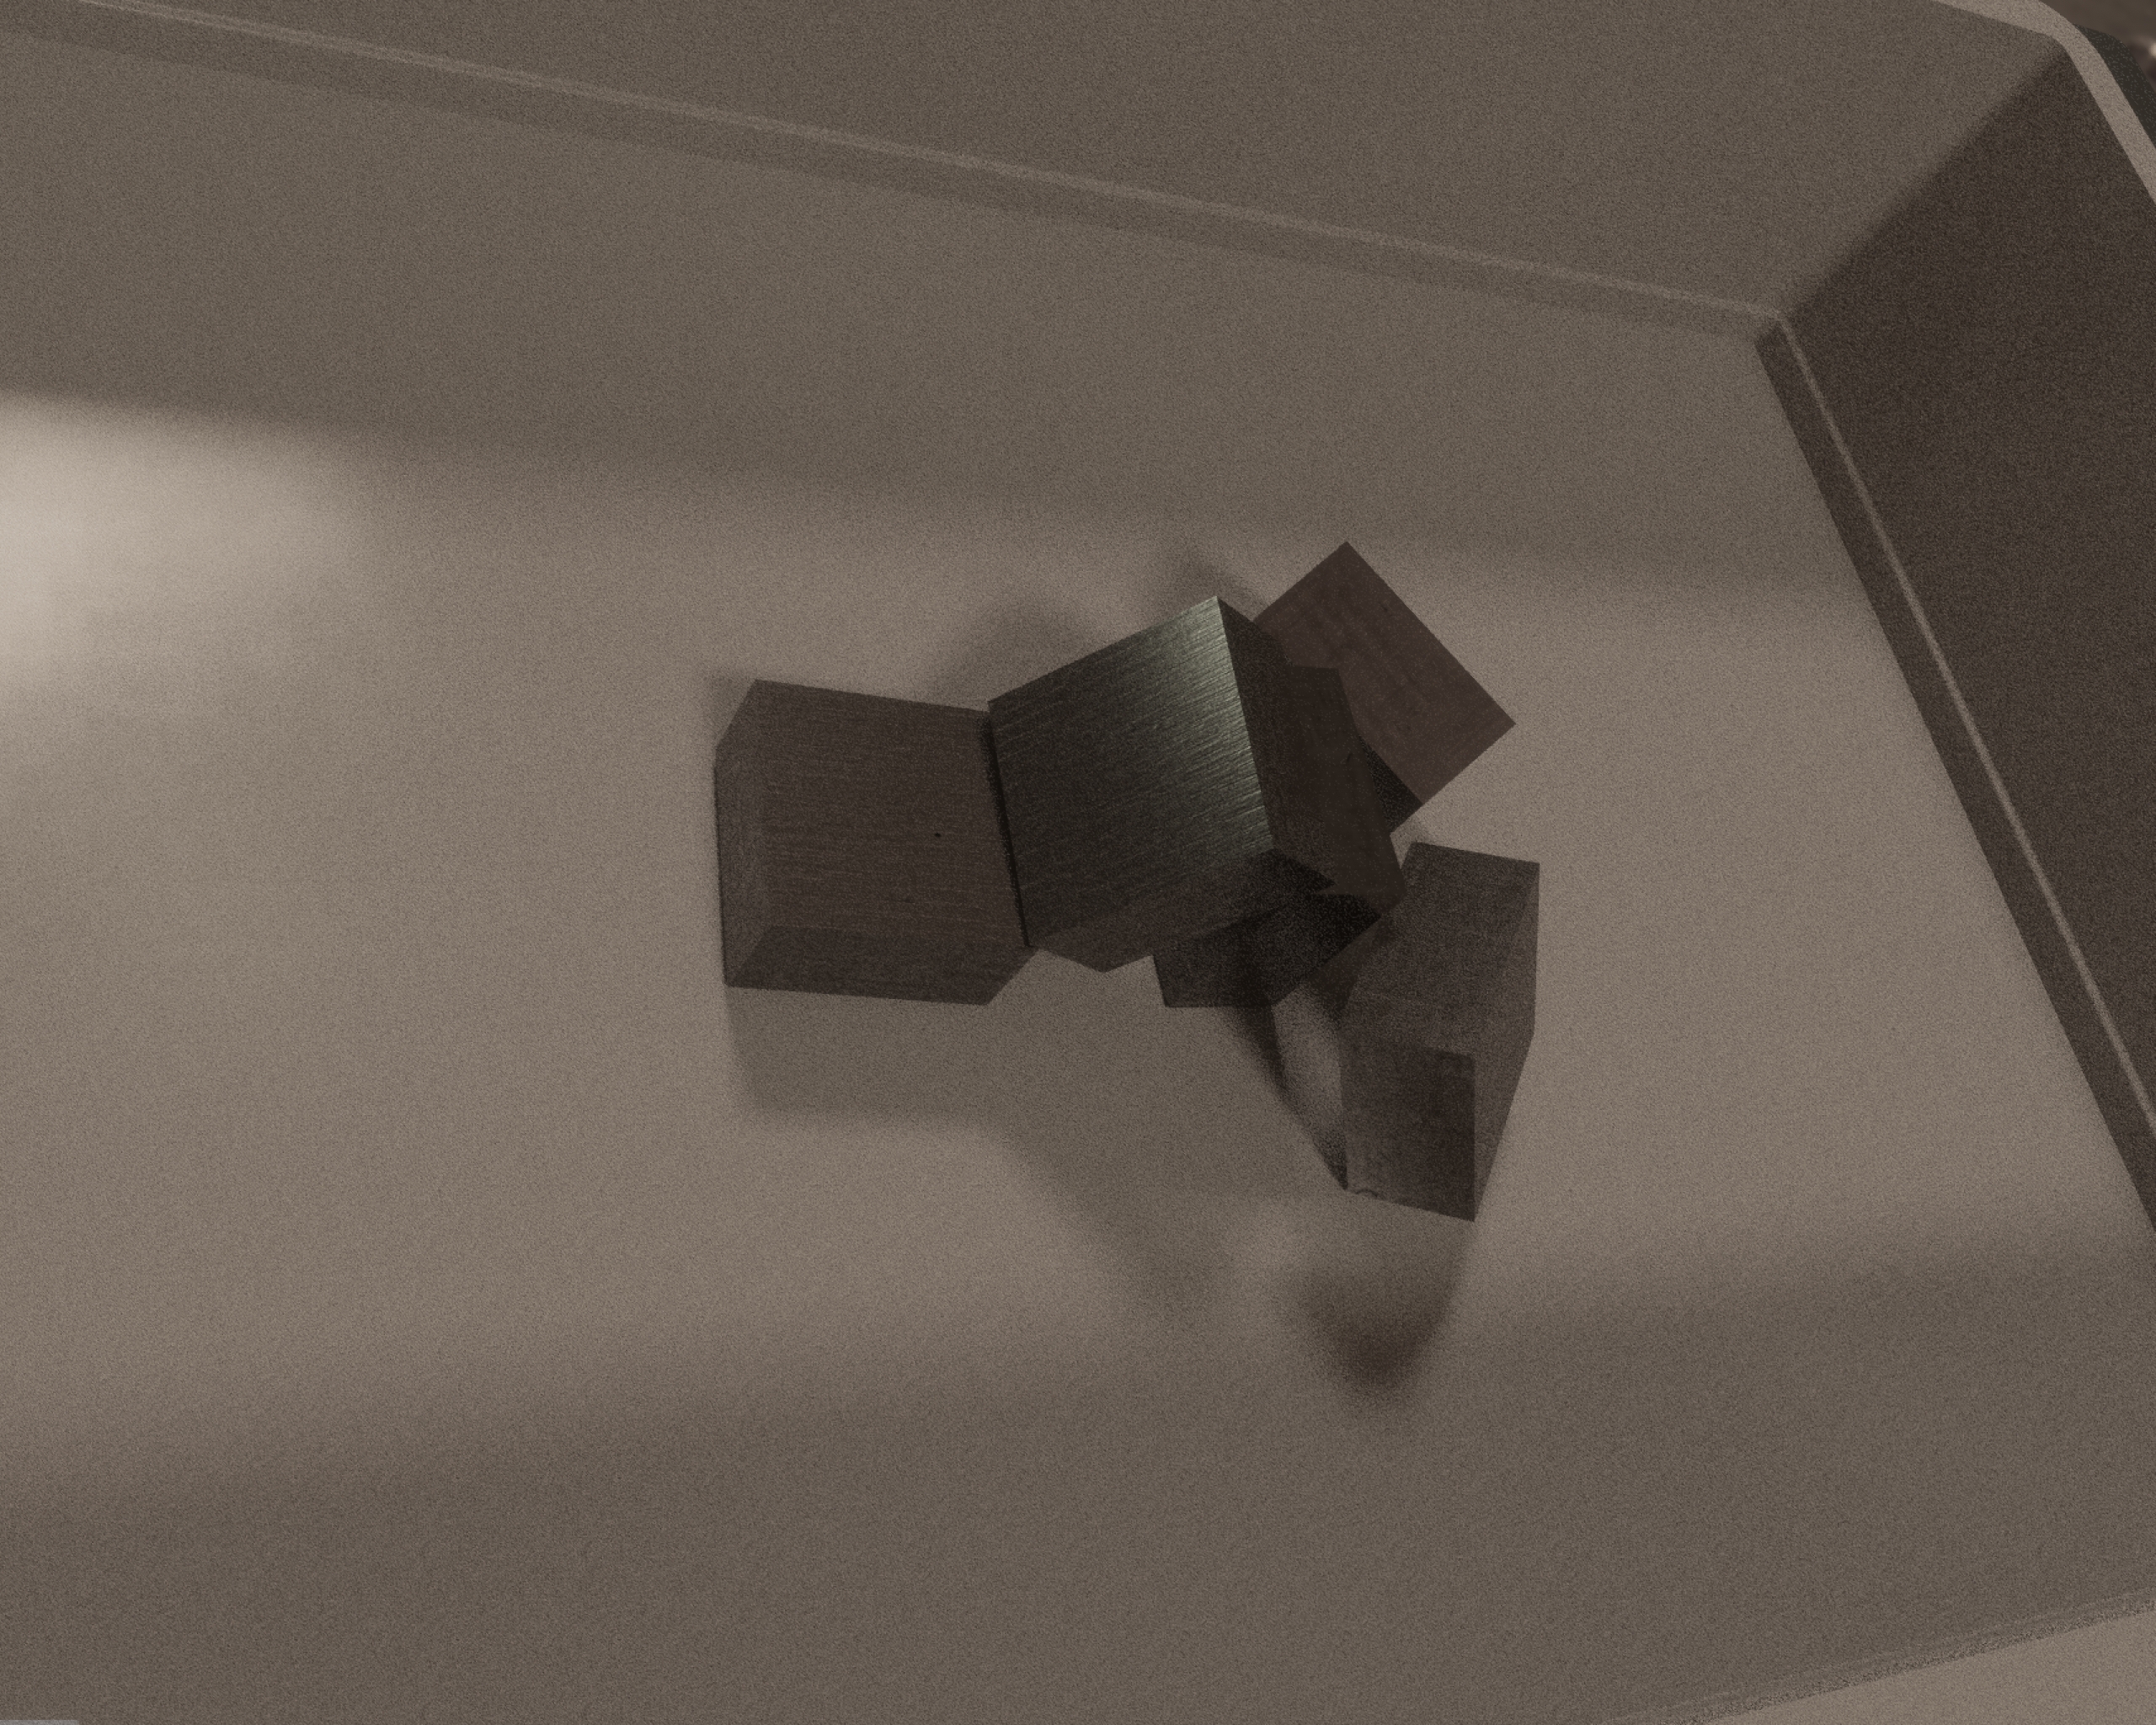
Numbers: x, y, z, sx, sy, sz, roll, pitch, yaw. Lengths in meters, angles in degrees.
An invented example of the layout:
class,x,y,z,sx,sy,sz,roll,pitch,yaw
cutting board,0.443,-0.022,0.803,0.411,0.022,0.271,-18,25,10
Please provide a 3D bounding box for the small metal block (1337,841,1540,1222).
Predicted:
class,x,y,z,sx,sy,sz,roll,pitch,yaw
small metal block,0.071,0.033,0.404,0.025,0.050,0.050,11,48,20

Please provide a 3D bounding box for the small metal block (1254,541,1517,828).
class,x,y,z,sx,sy,sz,roll,pitch,yaw
small metal block,0.060,-0.035,0.440,0.025,0.050,0.050,-41,85,-7

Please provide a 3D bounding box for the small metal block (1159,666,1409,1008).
class,x,y,z,sx,sy,sz,roll,pitch,yaw
small metal block,0.034,-0.004,0.411,0.025,0.050,0.050,1,61,-28

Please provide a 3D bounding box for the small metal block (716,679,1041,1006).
class,x,y,z,sx,sy,sz,roll,pitch,yaw
small metal block,-0.038,-0.003,0.385,0.050,0.025,0.050,6,59,-25

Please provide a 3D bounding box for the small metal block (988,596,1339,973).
class,x,y,z,sx,sy,sz,roll,pitch,yaw
small metal block,0.015,-0.013,0.382,0.025,0.050,0.050,26,48,-54
